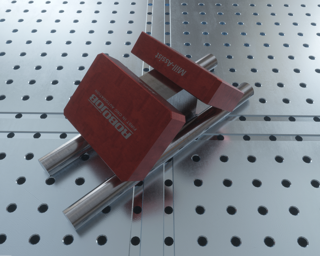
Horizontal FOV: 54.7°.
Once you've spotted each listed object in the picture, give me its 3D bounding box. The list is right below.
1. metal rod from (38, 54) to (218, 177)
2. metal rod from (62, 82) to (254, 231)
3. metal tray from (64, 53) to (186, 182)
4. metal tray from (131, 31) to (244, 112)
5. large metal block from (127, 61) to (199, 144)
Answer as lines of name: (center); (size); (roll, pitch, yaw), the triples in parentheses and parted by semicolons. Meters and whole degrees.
metal rod: (-0.027, -0.031, 0.433); (0.302, 0.025, 0.025); (-35, 59, -26)
metal rod: (0.016, 0.021, 0.391); (0.302, 0.025, 0.025); (-34, 58, -26)
metal tray: (-0.045, -0.014, 0.349); (0.130, 0.030, 0.090); (43, 105, 29)
metal tray: (0.035, -0.071, 0.397); (0.130, 0.030, 0.090); (39, 16, 27)
large metal block: (0.001, -0.028, 0.394); (0.080, 0.080, 0.050); (-35, 59, -26)
